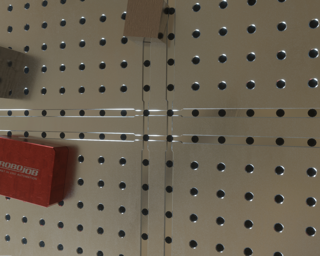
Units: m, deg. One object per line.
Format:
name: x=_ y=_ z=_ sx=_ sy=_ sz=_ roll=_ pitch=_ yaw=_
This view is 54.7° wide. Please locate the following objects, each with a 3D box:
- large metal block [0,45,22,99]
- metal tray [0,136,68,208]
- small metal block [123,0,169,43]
large metal block: x=-0.283 y=-0.100 z=0.499 sx=0.080 sy=0.050 sz=0.080 roll=22 pitch=97 yaw=18
metal tray: x=-0.212 y=0.064 z=0.485 sx=0.130 sy=0.030 sz=0.089 roll=8 pitch=93 yaw=19
small metal block: x=-0.019 y=-0.145 z=0.419 sx=0.050 sy=0.025 sz=0.050 roll=9 pitch=93 yaw=19
